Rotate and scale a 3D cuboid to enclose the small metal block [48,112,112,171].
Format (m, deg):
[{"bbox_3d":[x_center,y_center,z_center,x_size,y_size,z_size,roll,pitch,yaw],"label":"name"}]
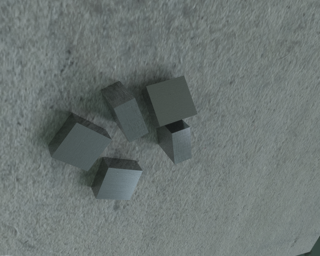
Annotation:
[{"bbox_3d":[-0.095,0.017,0.367,0.050,0.025,0.050,31,101,-39],"label":"small metal block"}]

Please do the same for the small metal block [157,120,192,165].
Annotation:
[{"bbox_3d":[0.017,0.011,0.409,0.025,0.050,0.050,-19,126,-18],"label":"small metal block"}]

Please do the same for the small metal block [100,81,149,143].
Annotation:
[{"bbox_3d":[-0.041,-0.019,0.357,0.025,0.050,0.050,-28,128,-11],"label":"small metal block"}]

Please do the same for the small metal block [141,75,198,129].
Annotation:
[{"bbox_3d":[0.011,-0.031,0.379,0.050,0.025,0.050,-19,89,-18],"label":"small metal block"}]

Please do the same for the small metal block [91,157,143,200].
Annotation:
[{"bbox_3d":[-0.059,0.069,0.419,0.050,0.025,0.050,11,113,-33],"label":"small metal block"}]
